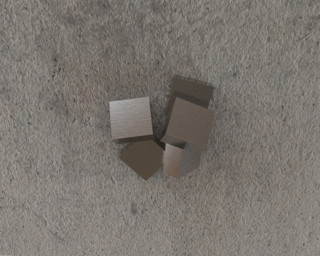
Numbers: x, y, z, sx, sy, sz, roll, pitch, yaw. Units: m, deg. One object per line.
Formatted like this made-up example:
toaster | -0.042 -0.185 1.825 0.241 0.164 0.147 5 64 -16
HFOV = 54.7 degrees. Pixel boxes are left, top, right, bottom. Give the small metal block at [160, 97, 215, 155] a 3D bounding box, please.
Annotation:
small metal block | 0.033 -0.002 0.370 0.050 0.025 0.050 20 65 -8

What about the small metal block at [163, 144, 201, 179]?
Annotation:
small metal block | 0.031 0.032 0.408 0.025 0.050 0.050 19 114 34

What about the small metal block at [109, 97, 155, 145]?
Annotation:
small metal block | -0.035 -0.009 0.394 0.050 0.025 0.050 -7 72 2

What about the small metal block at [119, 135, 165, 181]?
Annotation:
small metal block | -0.019 0.035 0.424 0.050 0.025 0.050 -43 105 14

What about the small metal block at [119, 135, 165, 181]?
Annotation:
small metal block | -0.019 0.035 0.424 0.050 0.025 0.050 -43 105 14

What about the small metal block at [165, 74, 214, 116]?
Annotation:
small metal block | 0.036 -0.037 0.398 0.050 0.025 0.050 13 110 -5
